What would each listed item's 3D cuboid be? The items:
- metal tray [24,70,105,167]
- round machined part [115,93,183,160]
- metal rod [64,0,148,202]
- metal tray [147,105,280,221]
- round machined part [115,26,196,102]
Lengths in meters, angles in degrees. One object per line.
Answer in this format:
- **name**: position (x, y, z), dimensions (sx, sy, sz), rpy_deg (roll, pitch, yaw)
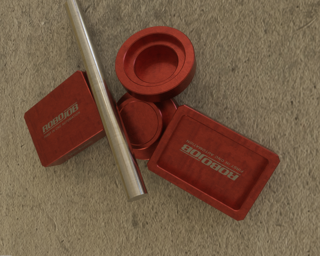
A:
- **metal tray**: position (-0.131, -0.011, 0.442), dimensions (0.130, 0.030, 0.090), rpy_deg (-31, 77, 26)
- **round machined part**: position (-0.022, -0.007, 0.409), dimensions (0.098, 0.042, 0.097), rpy_deg (0, 90, 20)
- **metal rod**: position (-0.076, -0.051, 0.402), dimensions (0.025, 0.025, 0.299), rpy_deg (-29, 68, 17)
- **metal tray**: position (0.062, 0.039, 0.374), dimensions (0.130, 0.030, 0.090), rpy_deg (29, 99, 7)
- **round machined part**: position (-0.003, -0.076, 0.391), dimensions (0.098, 0.042, 0.098), rpy_deg (-4, 67, 11)
